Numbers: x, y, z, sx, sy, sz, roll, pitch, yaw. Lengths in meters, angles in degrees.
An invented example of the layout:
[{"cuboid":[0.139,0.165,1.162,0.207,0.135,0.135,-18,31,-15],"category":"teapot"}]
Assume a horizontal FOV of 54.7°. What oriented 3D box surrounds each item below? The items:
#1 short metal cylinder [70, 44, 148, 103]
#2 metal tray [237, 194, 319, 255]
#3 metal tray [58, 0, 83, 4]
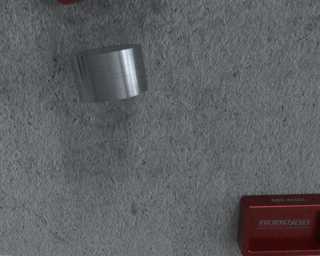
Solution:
[{"cuboid":[-0.057,-0.065,0.356,0.080,0.080,0.050,-7,110,2],"category":"short metal cylinder"},{"cuboid":[0.187,0.146,0.463,0.131,0.030,0.089,-1,110,0],"category":"metal tray"},{"cuboid":[-0.062,-0.198,0.333,0.131,0.030,0.089,-16,110,5],"category":"metal tray"}]
